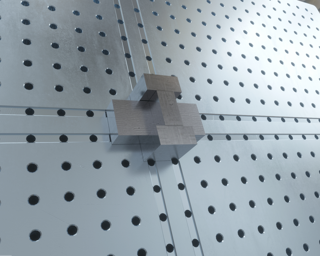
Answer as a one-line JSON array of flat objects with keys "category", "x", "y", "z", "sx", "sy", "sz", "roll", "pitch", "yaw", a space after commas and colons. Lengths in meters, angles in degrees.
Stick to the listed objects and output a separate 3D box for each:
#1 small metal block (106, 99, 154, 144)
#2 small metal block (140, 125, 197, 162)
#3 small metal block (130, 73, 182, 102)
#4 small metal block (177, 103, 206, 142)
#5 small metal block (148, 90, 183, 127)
[{"category": "small metal block", "x": -0.037, "y": -0.007, "z": 0.393, "sx": 0.050, "sy": 0.025, "sz": 0.050, "roll": 0, "pitch": 62, "yaw": -28}, {"category": "small metal block", "x": 0.010, "y": 0.020, "z": 0.386, "sx": 0.050, "sy": 0.050, "sz": 0.025, "roll": 1, "pitch": 62, "yaw": -28}, {"category": "small metal block", "x": -0.007, "y": -0.047, "z": 0.418, "sx": 0.050, "sy": 0.050, "sz": 0.025, "roll": 1, "pitch": 62, "yaw": -28}, {"category": "small metal block", "x": 0.030, "y": -0.007, "z": 0.430, "sx": 0.050, "sy": 0.025, "sz": 0.050, "roll": 1, "pitch": 61, "yaw": -28}, {"category": "small metal block", "x": 0.002, "y": -0.013, "z": 0.402, "sx": 0.025, "sy": 0.050, "sz": 0.050, "roll": 1, "pitch": 62, "yaw": -28}]
